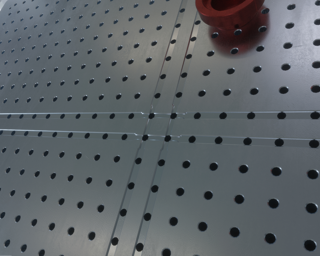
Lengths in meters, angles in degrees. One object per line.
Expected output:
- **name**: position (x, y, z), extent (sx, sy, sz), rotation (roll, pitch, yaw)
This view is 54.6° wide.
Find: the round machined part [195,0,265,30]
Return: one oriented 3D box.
- **round machined part**: position (0.105, -0.184, 0.456), extent (0.098, 0.042, 0.098), rotation (-13, 56, 21)
